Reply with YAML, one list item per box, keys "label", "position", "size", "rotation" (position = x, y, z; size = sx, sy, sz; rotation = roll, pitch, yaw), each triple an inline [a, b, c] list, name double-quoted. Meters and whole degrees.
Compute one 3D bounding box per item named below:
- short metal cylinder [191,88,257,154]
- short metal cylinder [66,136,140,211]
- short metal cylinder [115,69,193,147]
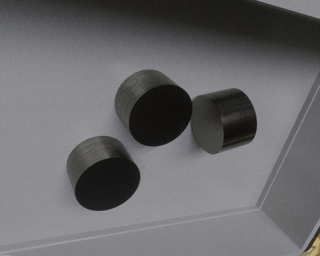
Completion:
- label: "short metal cylinder"
  position: [0.083, -0.010, 0.414]
  size: [0.050, 0.080, 0.079]
  rotation: [-14, 125, -21]
- label: "short metal cylinder"
  position: [-0.072, 0.057, 0.390]
  size: [0.081, 0.050, 0.079]
  rotation: [-14, 125, -21]
- label: "short metal cylinder"
  position: [-0.008, -0.024, 0.374]
  size: [0.081, 0.050, 0.079]
  rotation: [-14, 125, -21]
